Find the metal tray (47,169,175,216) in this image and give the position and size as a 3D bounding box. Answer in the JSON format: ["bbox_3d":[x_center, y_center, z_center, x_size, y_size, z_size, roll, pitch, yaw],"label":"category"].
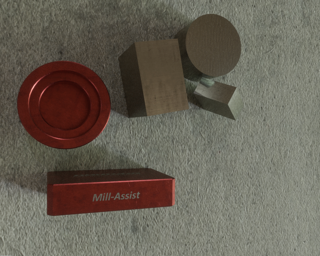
[{"bbox_3d":[-0.059,0.068,0.353,0.131,0.090,0.030,1,90,-20],"label":"metal tray"}]

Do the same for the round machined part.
[{"bbox_3d":[-0.110,-0.025,0.359,0.099,0.042,0.097,0,90,-20],"label":"round machined part"}]

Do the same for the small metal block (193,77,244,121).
[{"bbox_3d":[0.079,-0.038,0.414,0.025,0.050,0.050,-61,148,-10],"label":"small metal block"}]

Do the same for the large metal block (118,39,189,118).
[{"bbox_3d":[-0.011,-0.056,0.376,0.050,0.080,0.080,-11,94,-20],"label":"large metal block"}]

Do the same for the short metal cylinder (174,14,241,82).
[{"bbox_3d":[0.061,-0.106,0.418,0.081,0.050,0.080,0,90,-20],"label":"short metal cylinder"}]
